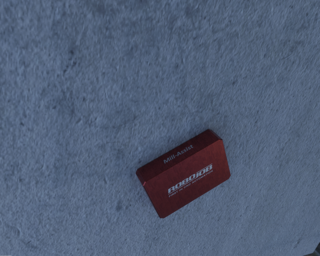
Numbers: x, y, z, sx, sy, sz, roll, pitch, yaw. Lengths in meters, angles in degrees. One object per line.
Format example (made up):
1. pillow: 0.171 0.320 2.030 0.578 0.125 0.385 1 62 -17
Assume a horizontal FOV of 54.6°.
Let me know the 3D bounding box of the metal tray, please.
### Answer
1. metal tray: 0.039 0.070 0.467 0.131 0.030 0.090 -29 128 -10
